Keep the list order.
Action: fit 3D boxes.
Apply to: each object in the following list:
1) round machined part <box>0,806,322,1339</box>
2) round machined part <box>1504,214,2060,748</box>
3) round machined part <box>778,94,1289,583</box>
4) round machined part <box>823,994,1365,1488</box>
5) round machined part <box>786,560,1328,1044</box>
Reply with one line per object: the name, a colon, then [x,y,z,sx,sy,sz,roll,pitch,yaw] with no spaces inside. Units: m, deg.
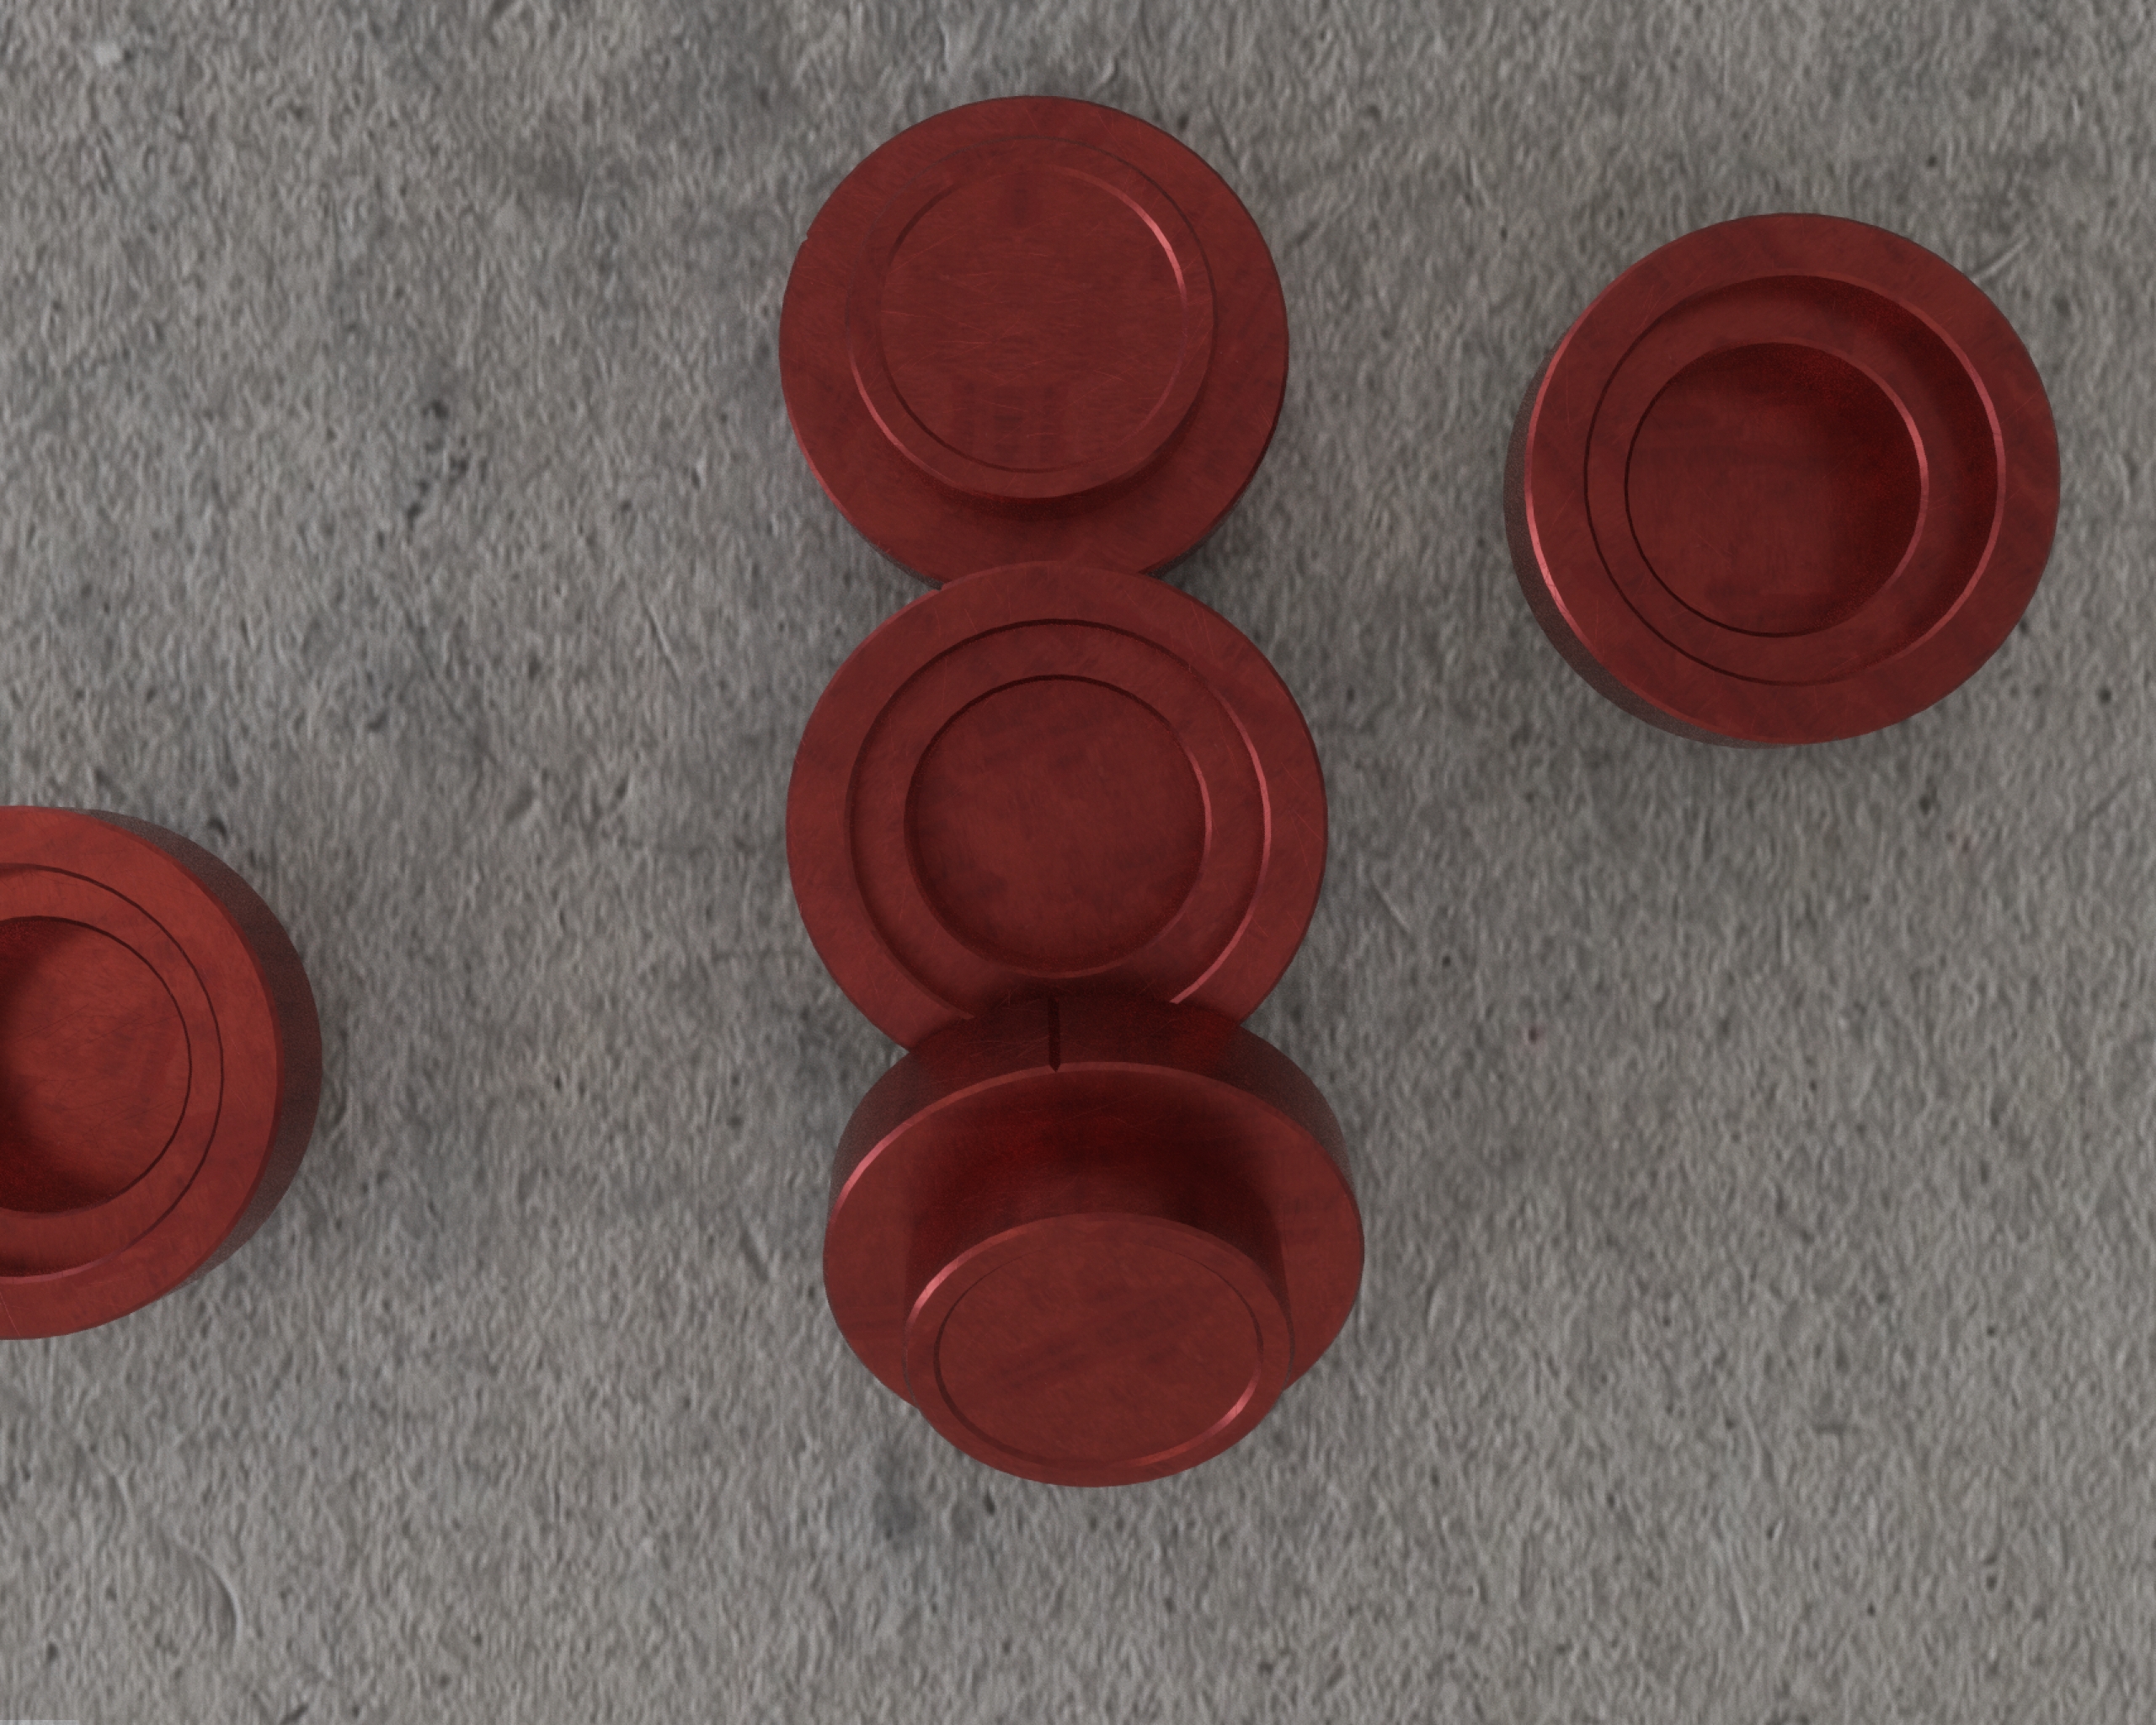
round machined part: [-0.194,0.038,0.400,0.099,0.042,0.097,0,90,0]
round machined part: [0.131,-0.070,0.402,0.099,0.042,0.097,0,90,0]
round machined part: [-0.009,-0.099,0.401,0.099,0.042,0.097,0,90,0]
round machined part: [0.003,0.075,0.379,0.099,0.042,0.097,-1,123,-1]
round machined part: [-0.004,-0.008,0.399,0.099,0.042,0.097,0,95,-1]
